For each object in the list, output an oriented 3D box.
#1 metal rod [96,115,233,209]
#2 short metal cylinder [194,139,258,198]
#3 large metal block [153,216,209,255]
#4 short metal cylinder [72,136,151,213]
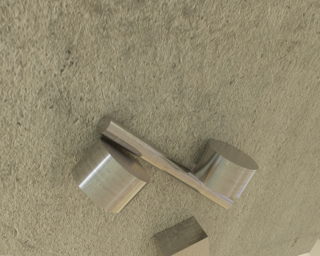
[{"bbox_3d":[0.027,0.065,0.463,0.025,0.025,0.301,-49,129,6],"label":"metal rod"},{"bbox_3d":[0.098,0.060,0.464,0.081,0.080,0.050,13,112,-34],"label":"short metal cylinder"},{"bbox_3d":[0.039,0.216,0.548,0.081,0.050,0.079,-20,127,-17],"label":"large metal block"},{"bbox_3d":[-0.058,0.055,0.375,0.050,0.080,0.080,-47,130,5],"label":"short metal cylinder"}]
